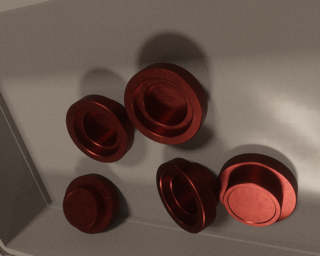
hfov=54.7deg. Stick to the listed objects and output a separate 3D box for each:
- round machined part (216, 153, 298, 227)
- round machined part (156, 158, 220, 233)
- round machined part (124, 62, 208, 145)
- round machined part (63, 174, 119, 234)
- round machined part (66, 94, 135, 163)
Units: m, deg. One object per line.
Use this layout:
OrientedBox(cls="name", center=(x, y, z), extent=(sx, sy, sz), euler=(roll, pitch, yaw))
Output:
OrientedBox(cls="round machined part", center=(0.117, 0.083, 0.387), extent=(0.098, 0.042, 0.097), euler=(13, 124, 20))
OrientedBox(cls="round machined part", center=(0.040, 0.084, 0.410), extent=(0.098, 0.042, 0.097), euler=(35, 136, 43))
OrientedBox(cls="round machined part", center=(0.010, -0.032, 0.372), extent=(0.098, 0.042, 0.097), euler=(13, 124, 20))
OrientedBox(cls="round machined part", center=(-0.120, 0.127, 0.512), extent=(0.098, 0.042, 0.097), euler=(1, 92, 23))
OrientedBox(cls="round machined part", center=(-0.079, -0.003, 0.436), extent=(0.098, 0.042, 0.097), euler=(13, 124, 20))
